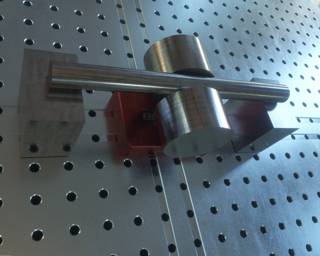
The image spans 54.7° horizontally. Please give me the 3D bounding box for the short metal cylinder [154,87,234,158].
[{"bbox_3d":[0.038,-0.004,0.357,0.081,0.080,0.050,1,62,-28],"label":"short metal cylinder"}]

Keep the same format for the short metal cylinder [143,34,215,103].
[{"bbox_3d":[0.023,-0.071,0.390,0.081,0.080,0.050,1,62,-28],"label":"short metal cylinder"}]

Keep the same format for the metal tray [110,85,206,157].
[{"bbox_3d":[0.006,-0.010,0.414,0.131,0.030,0.090,1,61,-28],"label":"metal tray"}]

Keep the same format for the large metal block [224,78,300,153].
[{"bbox_3d":[0.144,-0.017,0.459,0.050,0.080,0.080,1,62,-28],"label":"large metal block"}]

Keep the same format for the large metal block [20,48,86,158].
[{"bbox_3d":[-0.116,-0.023,0.322,0.050,0.080,0.080,1,62,-28],"label":"large metal block"}]

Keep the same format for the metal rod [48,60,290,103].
[{"bbox_3d":[0.034,-0.048,0.352,0.303,0.025,0.025,0,62,-28],"label":"metal rod"}]
